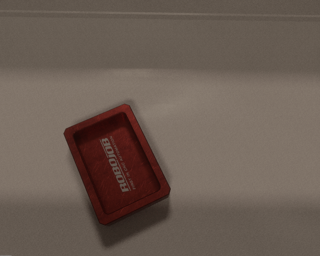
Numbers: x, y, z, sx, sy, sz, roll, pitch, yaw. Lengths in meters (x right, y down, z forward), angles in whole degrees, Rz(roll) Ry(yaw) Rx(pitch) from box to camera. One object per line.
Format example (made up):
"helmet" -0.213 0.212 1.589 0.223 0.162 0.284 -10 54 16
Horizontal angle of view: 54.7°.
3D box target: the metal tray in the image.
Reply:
"metal tray" -0.054 0.044 0.390 0.091 0.030 0.130 -24 72 -9
